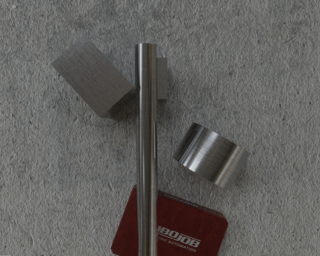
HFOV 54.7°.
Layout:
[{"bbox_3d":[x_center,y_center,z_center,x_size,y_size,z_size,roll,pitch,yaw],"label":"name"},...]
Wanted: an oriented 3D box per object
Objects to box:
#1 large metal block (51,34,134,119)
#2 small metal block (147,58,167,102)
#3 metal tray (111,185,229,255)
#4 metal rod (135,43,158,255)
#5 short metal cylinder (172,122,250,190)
[{"bbox_3d":[-0.075,-0.058,0.381,0.050,0.080,0.080,-43,91,0],"label":"large metal block"},{"bbox_3d":[-0.004,-0.060,0.397,0.025,0.050,0.050,0,90,0],"label":"small metal block"},{"bbox_3d":[0.012,0.138,0.408,0.131,0.030,0.090,20,90,-1],"label":"metal tray"},{"bbox_3d":[-0.015,0.054,0.367,0.025,0.025,0.298,0,95,-1],"label":"metal rod"},{"bbox_3d":[0.063,0.034,0.383,0.080,0.080,0.050,30,90,-1],"label":"short metal cylinder"}]
